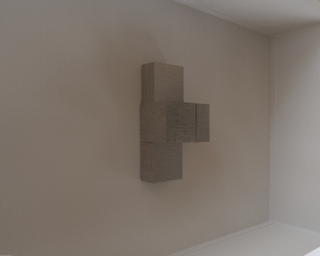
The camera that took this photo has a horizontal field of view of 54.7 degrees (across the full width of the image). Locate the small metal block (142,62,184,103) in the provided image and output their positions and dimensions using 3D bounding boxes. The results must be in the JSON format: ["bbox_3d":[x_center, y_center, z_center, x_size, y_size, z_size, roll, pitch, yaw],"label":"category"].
[{"bbox_3d":[0.004,-0.057,0.407,0.050,0.025,0.050,0,90,-40],"label":"small metal block"}]

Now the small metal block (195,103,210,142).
[{"bbox_3d":[0.040,-0.007,0.421,0.025,0.050,0.050,0,90,-40],"label":"small metal block"}]

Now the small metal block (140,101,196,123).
[{"bbox_3d":[0.010,-0.019,0.396,0.050,0.050,0.025,0,91,-40],"label":"small metal block"}]

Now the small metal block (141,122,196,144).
[{"bbox_3d":[0.010,0.005,0.397,0.050,0.050,0.025,0,91,-40],"label":"small metal block"}]

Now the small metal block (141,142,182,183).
[{"bbox_3d":[0.003,0.043,0.406,0.050,0.025,0.050,0,90,-40],"label":"small metal block"}]
